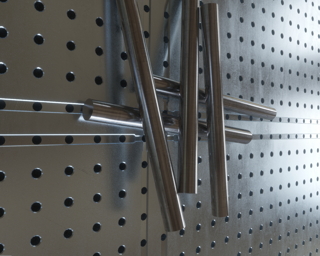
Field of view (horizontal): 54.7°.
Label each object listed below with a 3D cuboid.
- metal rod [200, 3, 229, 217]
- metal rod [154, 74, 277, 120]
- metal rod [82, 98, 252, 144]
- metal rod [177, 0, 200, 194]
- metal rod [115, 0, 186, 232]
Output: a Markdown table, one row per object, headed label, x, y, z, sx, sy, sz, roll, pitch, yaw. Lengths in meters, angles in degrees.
| label | x | y | z | sx | sy | sz | roll | pitch | yaw |
| --- | --- | --- | --- | --- | --- | --- | --- | --- | --- |
| metal rod | 0.079 | -0.023 | 0.443 | 0.025 | 0.025 | 0.298 | -7 | 95 | -40 |
| metal rod | 0.095 | -0.043 | 0.491 | 0.302 | 0.025 | 0.025 | 8 | 85 | -40 |
| metal rod | 0.034 | -0.002 | 0.440 | 0.302 | 0.025 | 0.025 | 9 | 84 | -40 |
| metal rod | 0.039 | -0.065 | 0.412 | 0.025 | 0.025 | 0.299 | 15 | 71 | -39 |
| metal rod | -0.014 | -0.028 | 0.368 | 0.025 | 0.025 | 0.298 | -11 | 87 | -40 |
